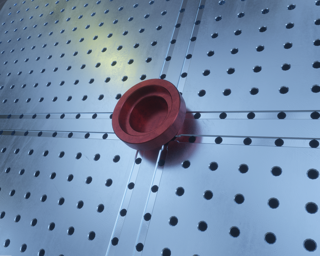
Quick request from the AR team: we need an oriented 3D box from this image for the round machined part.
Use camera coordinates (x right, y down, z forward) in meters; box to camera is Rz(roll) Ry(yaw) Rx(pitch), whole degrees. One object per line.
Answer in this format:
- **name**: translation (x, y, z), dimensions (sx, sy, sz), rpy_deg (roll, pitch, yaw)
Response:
- **round machined part**: translation (-0.011, -0.014, 0.412), dimensions (0.098, 0.042, 0.098), rpy_deg (-13, 56, 21)
